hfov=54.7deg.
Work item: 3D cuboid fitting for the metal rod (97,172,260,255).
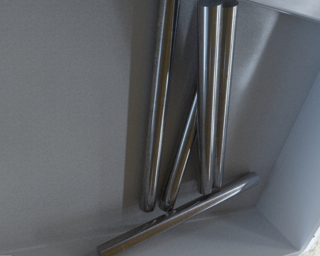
[{"bbox_3d":[0.046,0.131,0.490,0.302,0.025,0.025,-18,126,-29],"label":"metal rod"}]

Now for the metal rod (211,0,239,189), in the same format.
[{"bbox_3d":[0.080,-0.019,0.419,0.025,0.025,0.298,-21,134,-16],"label":"metal rod"}]

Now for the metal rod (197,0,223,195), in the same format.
[{"bbox_3d":[0.060,-0.012,0.400,0.025,0.025,0.298,-21,134,-16],"label":"metal rod"}]

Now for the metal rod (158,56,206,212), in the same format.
[{"bbox_3d":[0.043,-0.006,0.430,0.025,0.025,0.298,0,119,-29],"label":"metal rod"}]

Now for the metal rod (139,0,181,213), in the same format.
[{"bbox_3d":[-0.005,-0.009,0.401,0.025,0.025,0.298,-8,122,-25],"label":"metal rod"}]
